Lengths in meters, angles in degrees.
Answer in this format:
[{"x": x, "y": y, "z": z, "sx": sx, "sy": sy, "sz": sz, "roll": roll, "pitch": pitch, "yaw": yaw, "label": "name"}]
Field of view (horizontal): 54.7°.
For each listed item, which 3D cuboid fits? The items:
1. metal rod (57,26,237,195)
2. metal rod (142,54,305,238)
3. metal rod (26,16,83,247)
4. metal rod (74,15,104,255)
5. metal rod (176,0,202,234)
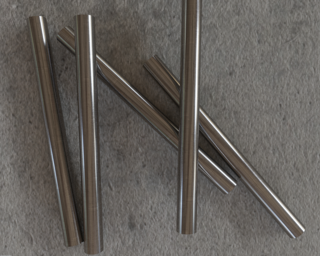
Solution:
[{"x": -0.017, "y": -0.023, "z": 0.409, "sx": 0.300, "sy": 0.025, "sz": 0.025, "roll": 43, "pitch": 90, "yaw": -1, "label": "metal rod"}, {"x": 0.084, "y": 0.025, "z": 0.411, "sx": 0.025, "sy": 0.025, "sz": 0.300, "roll": -41, "pitch": 91, "yaw": 0, "label": "metal rod"}, {"x": -0.138, "y": 0.004, "z": 0.408, "sx": 0.025, "sy": 0.025, "sz": 0.298, "roll": -10, "pitch": 90, "yaw": 0, "label": "metal rod"}, {"x": -0.090, "y": 0.013, "z": 0.393, "sx": 0.025, "sy": 0.025, "sz": 0.298, "roll": -1, "pitch": 96, "yaw": -1, "label": "metal rod"}, {"x": 0.036, "y": -0.021, "z": 0.384, "sx": 0.025, "sy": 0.025, "sz": 0.298, "roll": 1, "pitch": 90, "yaw": -1, "label": "metal rod"}]
